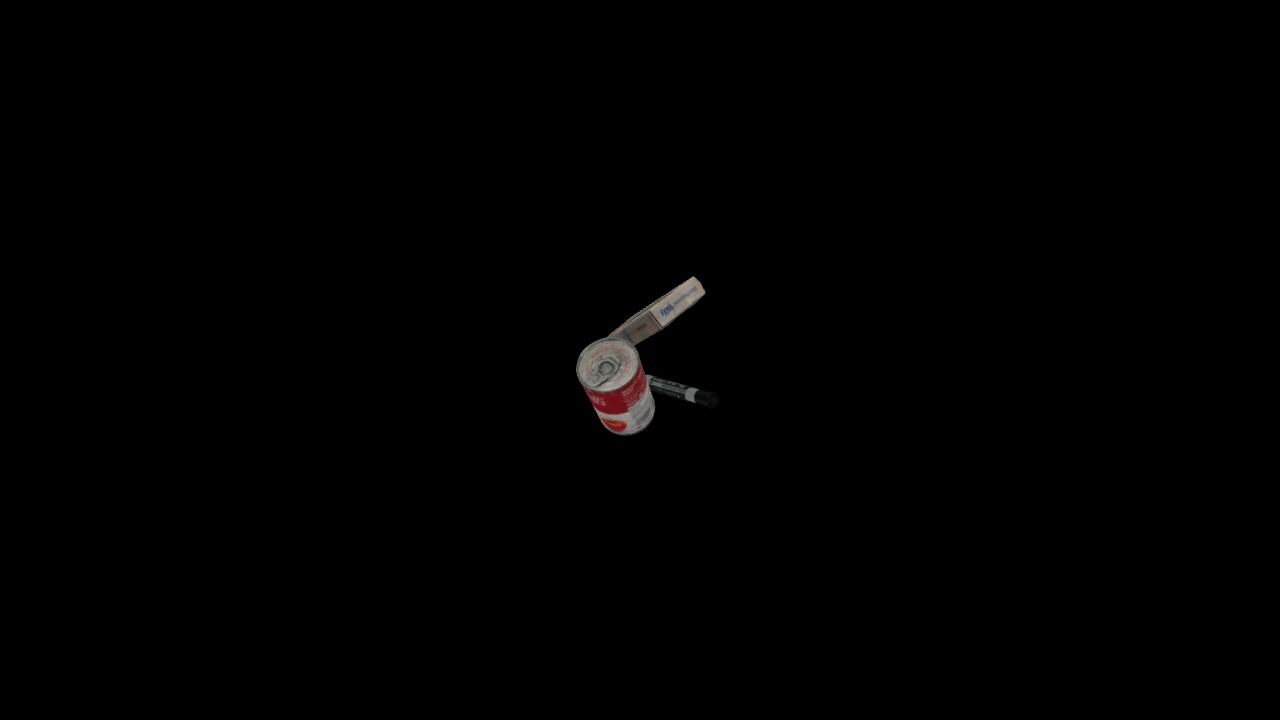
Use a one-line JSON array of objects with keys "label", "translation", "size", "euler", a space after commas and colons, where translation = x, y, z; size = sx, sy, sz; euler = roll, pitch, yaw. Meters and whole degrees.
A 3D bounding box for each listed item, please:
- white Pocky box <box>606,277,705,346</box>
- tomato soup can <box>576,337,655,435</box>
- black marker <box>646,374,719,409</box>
[{"label": "white Pocky box", "translation": [0.007, -0.045, 0.746], "size": [0.084, 0.028, 0.154], "euler": [-40, 7, -32]}, {"label": "tomato soup can", "translation": [-0.023, 0.031, 0.667], "size": [0.068, 0.068, 0.101], "euler": [0, -33, 14]}, {"label": "black marker", "translation": [0.047, 0.037, 0.737], "size": [0.020, 0.020, 0.121], "euler": [0, 9, -41]}]
